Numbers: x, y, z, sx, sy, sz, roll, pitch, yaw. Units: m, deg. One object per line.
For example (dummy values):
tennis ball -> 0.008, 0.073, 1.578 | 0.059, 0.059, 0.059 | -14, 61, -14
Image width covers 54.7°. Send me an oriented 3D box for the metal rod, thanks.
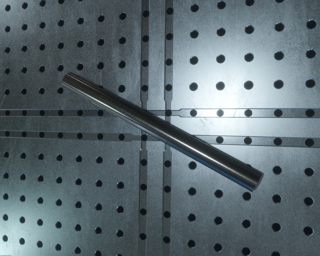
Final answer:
metal rod -> -0.010, -0.003, 0.415 | 0.301, 0.025, 0.025 | 29, 99, 17
